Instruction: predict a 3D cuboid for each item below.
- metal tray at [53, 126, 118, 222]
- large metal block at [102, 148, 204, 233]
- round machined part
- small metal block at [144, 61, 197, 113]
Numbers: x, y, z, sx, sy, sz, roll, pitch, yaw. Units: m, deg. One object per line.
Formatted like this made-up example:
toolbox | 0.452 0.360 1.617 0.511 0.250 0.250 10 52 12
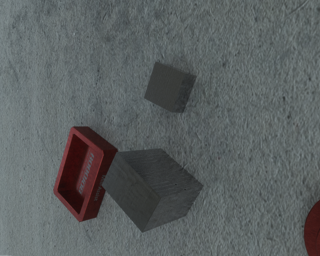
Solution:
metal tray | -0.124 0.073 0.503 0.090 0.030 0.129 32 110 35
large metal block | -0.009 0.070 0.376 0.080 0.081 0.050 40 114 33
round machined part | 0.170 0.098 0.254 0.098 0.042 0.097 0 90 40
small metal block | 0.012 -0.052 0.395 0.050 0.025 0.050 30 109 36
